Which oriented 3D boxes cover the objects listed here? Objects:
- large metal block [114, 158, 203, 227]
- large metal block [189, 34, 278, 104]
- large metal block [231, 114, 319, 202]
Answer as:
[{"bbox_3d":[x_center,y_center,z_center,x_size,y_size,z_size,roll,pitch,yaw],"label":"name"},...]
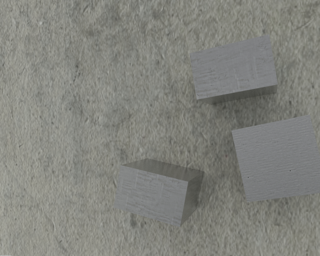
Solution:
[{"bbox_3d":[0.002,0.074,0.378,0.080,0.080,0.050,11,94,19],"label":"large metal block"},{"bbox_3d":[0.086,-0.060,0.349,0.080,0.080,0.050,-9,87,19],"label":"large metal block"},{"bbox_3d":[0.132,0.033,0.349,0.080,0.050,0.080,-13,86,19],"label":"large metal block"}]
